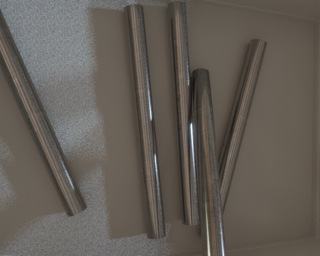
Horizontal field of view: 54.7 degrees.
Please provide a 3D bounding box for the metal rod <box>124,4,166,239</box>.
[{"bbox_3d":[-0.019,-0.006,0.404,0.025,0.025,0.298,-6,92,-20],"label":"metal rod"}]

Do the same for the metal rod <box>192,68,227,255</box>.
[{"bbox_3d":[0.057,0.057,0.368,0.025,0.025,0.299,10,61,-20],"label":"metal rod"}]

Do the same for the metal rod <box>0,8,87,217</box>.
[{"bbox_3d":[-0.154,-0.038,0.353,0.025,0.025,0.298,-24,98,-19],"label":"metal rod"}]

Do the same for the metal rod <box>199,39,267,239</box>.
[{"bbox_3d":[0.108,0.014,0.451,0.025,0.025,0.299,18,84,-20],"label":"metal rod"}]

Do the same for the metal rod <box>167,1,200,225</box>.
[{"bbox_3d":[0.033,-0.018,0.423,0.025,0.025,0.298,-4,92,-20],"label":"metal rod"}]
